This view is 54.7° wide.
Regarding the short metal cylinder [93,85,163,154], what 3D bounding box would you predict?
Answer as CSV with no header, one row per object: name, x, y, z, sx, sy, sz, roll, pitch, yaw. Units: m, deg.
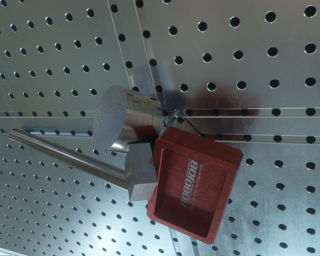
short metal cylinder,-0.042,-0.008,0.383,0.050,0.080,0.080,15,140,-36

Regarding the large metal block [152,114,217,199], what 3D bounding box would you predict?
large metal block,0.020,0.042,0.408,0.080,0.050,0.080,46,129,-5

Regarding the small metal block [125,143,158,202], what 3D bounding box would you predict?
small metal block,-0.024,0.052,0.361,0.025,0.050,0.050,-3,147,-15

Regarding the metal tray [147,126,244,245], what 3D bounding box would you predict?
metal tray,0.036,0.070,0.363,0.090,0.030,0.129,19,126,17

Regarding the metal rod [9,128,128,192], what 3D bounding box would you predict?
metal rod,-0.136,0.045,0.470,0.300,0.025,0.025,15,125,33
